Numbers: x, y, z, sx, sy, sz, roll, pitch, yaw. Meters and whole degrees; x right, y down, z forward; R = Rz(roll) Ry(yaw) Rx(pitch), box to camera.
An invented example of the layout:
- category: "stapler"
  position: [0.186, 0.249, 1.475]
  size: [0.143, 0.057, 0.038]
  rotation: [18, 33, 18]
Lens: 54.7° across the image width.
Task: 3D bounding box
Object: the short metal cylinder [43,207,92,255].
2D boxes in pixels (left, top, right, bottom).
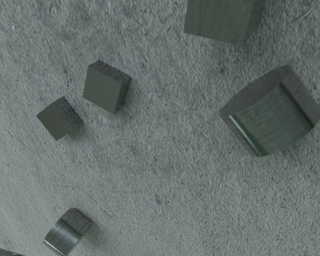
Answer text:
- category: "short metal cylinder"
  position: [-0.173, 0.198, 0.585]
  size: [0.050, 0.080, 0.080]
  rotation: [37, 129, 4]

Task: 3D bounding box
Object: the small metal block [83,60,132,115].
- category: "small metal block"
  position: [-0.071, -0.054, 0.411]
  size: [0.050, 0.025, 0.050]
  rotation: [29, 128, 9]

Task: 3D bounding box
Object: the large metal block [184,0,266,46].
- category: "large metal block"
  position: [0.063, -0.124, 0.261]
  size: [0.050, 0.080, 0.079]
  rotation: [19, 126, 17]

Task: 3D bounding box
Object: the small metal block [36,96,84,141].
- category: "small metal block"
  position: [-0.155, -0.014, 0.480]
  size: [0.050, 0.025, 0.050]
  rotation: [-27, 104, 37]

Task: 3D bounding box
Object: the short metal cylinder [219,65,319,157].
- category: "short metal cylinder"
  position: [0.107, -0.017, 0.305]
  size: [0.080, 0.080, 0.050]
  rotation: [-33, 100, 38]
